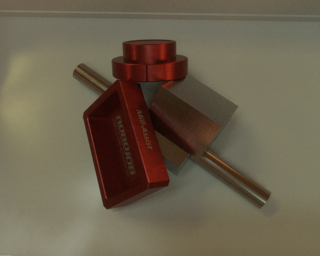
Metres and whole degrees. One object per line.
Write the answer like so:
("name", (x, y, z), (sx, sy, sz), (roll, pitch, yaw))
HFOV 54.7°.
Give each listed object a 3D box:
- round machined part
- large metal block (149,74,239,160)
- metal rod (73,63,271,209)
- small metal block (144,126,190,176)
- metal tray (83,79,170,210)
("round machined part", (-0.013, -0.091, 0.400), (0.099, 0.098, 0.042), (-2, 111, -1))
("large metal block", (0.040, -0.018, 0.381), (0.080, 0.050, 0.080), (35, 31, 12))
("metal rod", (0.007, 0.004, 0.407), (0.300, 0.025, 0.025), (35, 74, 11))
("small metal block", (0.009, 0.030, 0.384), (0.050, 0.050, 0.025), (36, 74, 12))
("metal tray", (-0.045, 0.020, 0.367), (0.030, 0.090, 0.130), (2, 63, -44))
